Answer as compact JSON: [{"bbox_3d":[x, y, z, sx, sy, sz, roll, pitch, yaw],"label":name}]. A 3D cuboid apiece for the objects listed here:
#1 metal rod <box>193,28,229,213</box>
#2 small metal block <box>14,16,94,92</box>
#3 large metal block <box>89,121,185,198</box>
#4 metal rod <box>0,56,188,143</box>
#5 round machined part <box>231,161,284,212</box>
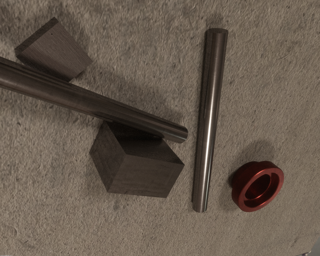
[{"bbox_3d":[0.069,0.009,0.452,0.025,0.025,0.298,-14,124,-21],"label":"metal rod"},{"bbox_3d":[-0.104,-0.072,0.306,0.050,0.025,0.050,-40,130,-1],"label":"small metal block"},{"bbox_3d":[-0.030,0.037,0.379,0.081,0.080,0.050,15,111,-35],"label":"large metal block"},{"bbox_3d":[-0.073,-0.026,0.325,0.302,0.025,0.025,19,108,-44],"label":"metal rod"},{"bbox_3d":[0.167,0.098,0.551,0.099,0.042,0.097,-14,125,-21],"label":"round machined part"}]
